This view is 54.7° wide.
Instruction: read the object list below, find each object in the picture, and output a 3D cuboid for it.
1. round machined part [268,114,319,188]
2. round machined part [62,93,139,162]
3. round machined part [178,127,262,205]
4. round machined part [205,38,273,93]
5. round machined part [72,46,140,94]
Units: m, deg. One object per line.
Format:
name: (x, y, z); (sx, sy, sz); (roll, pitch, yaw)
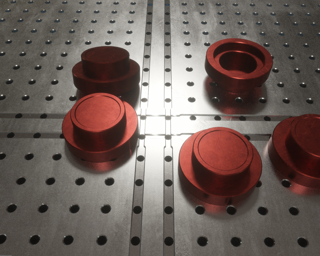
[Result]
round machined part: (0.189, 0.021, 0.382); (0.099, 0.042, 0.098); (0, 50, 0)
round machined part: (-0.077, -0.008, 0.402); (0.099, 0.042, 0.098); (0, 50, 0)
round machined part: (0.071, 0.037, 0.366); (0.099, 0.042, 0.098); (0, 50, 0)
round machined part: (0.118, -0.092, 0.476); (0.099, 0.042, 0.098); (0, 50, 0)
round machined part: (-0.079, -0.089, 0.454); (0.099, 0.042, 0.098); (1, 34, 0)
